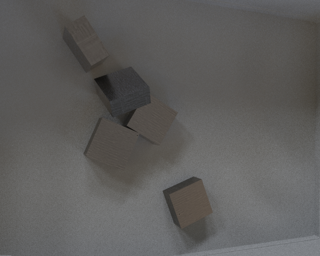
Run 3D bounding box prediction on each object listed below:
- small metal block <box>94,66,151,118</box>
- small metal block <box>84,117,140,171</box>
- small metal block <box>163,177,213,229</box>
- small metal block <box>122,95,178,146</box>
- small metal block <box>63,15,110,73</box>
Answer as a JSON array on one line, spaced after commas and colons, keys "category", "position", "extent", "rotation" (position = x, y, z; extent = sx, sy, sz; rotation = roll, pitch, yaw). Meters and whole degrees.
[{"category": "small metal block", "position": [-0.046, -0.045, 0.378], "extent": [0.050, 0.050, 0.025], "rotation": [-23, 138, -19]}, {"category": "small metal block", "position": [-0.061, 0.020, 0.388], "extent": [0.050, 0.025, 0.050], "rotation": [25, 82, -18]}, {"category": "small metal block", "position": [0.038, 0.101, 0.425], "extent": [0.050, 0.025, 0.050], "rotation": [-21, 97, -19]}, {"category": "small metal block", "position": [-0.013, -0.012, 0.406], "extent": [0.050, 0.025, 0.050], "rotation": [32, 79, -17]}, {"category": "small metal block", "position": [-0.088, -0.096, 0.365], "extent": [0.025, 0.050, 0.050], "rotation": [-36, 102, -16]}]
